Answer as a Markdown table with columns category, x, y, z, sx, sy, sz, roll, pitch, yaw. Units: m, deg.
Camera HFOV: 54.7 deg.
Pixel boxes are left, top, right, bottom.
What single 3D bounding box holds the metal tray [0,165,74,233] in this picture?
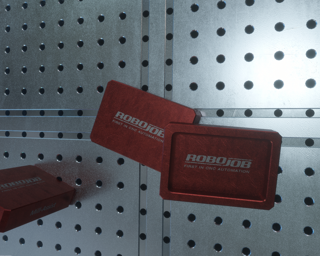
| category | x | y | z | sx | sy | sz | roll | pitch | yaw |
| --- | --- | --- | --- | --- | --- | --- | --- | --- | --- |
| metal tray | -0.193 | 0.090 | 0.423 | 0.090 | 0.130 | 0.030 | 24 | 98 | 18 |

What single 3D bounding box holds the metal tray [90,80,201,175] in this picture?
| category | x | y | z | sx | sy | sz | roll | pitch | yaw |
| --- | --- | --- | --- | --- | --- | --- | --- | --- | --- |
| metal tray | -0.022 | -0.002 | 0.417 | 0.130 | 0.030 | 0.089 | 22 | 97 | 18 |

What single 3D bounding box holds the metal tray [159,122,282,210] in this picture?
| category | x | y | z | sx | sy | sz | roll | pitch | yaw |
| --- | --- | --- | --- | --- | --- | --- | --- | --- | --- |
| metal tray | 0.068 | 0.043 | 0.365 | 0.131 | 0.030 | 0.089 | 5 | 96 | 5 |
